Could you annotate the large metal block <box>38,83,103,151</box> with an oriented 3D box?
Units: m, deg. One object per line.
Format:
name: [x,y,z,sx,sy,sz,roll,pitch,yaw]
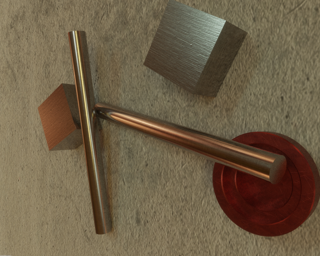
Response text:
large metal block: [-0.149,-0.016,0.509,0.080,0.050,0.080,-33,70,35]

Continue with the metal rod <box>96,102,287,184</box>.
metal rod: [0.003,0.003,0.366,0.300,0.025,0.025,18,102,49]

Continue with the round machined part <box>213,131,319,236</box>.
round machined part: [0.105,0.052,0.306,0.098,0.042,0.097,0,90,39]

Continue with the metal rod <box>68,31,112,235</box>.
metal rod: [-0.103,0.010,0.460,0.025,0.025,0.298,-2,97,39]

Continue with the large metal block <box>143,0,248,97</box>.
large metal block: [0.038,-0.090,0.356,0.080,0.050,0.079,37,112,33]
